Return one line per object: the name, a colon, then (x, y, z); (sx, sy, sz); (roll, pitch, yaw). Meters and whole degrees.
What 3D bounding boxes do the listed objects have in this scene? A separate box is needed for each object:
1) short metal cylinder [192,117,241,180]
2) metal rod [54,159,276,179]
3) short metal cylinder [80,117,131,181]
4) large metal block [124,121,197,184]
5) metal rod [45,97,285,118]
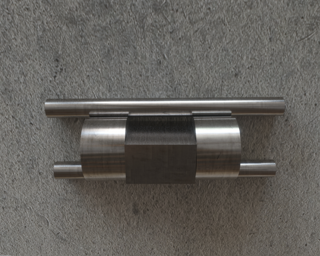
short metal cylinder: (0.067, 0.025, 0.391); (0.050, 0.080, 0.079); (-1, 110, 0)
metal rod: (0.007, 0.058, 0.432); (0.302, 0.025, 0.025); (-1, 110, 0)
short metal cylinder: (-0.065, 0.026, 0.390); (0.050, 0.080, 0.079); (-1, 110, 0)
large metal block: (0.001, 0.028, 0.389); (0.081, 0.080, 0.050); (0, 110, 0)
metal rod: (0.007, -0.027, 0.401); (0.302, 0.025, 0.025); (-1, 110, 0)
